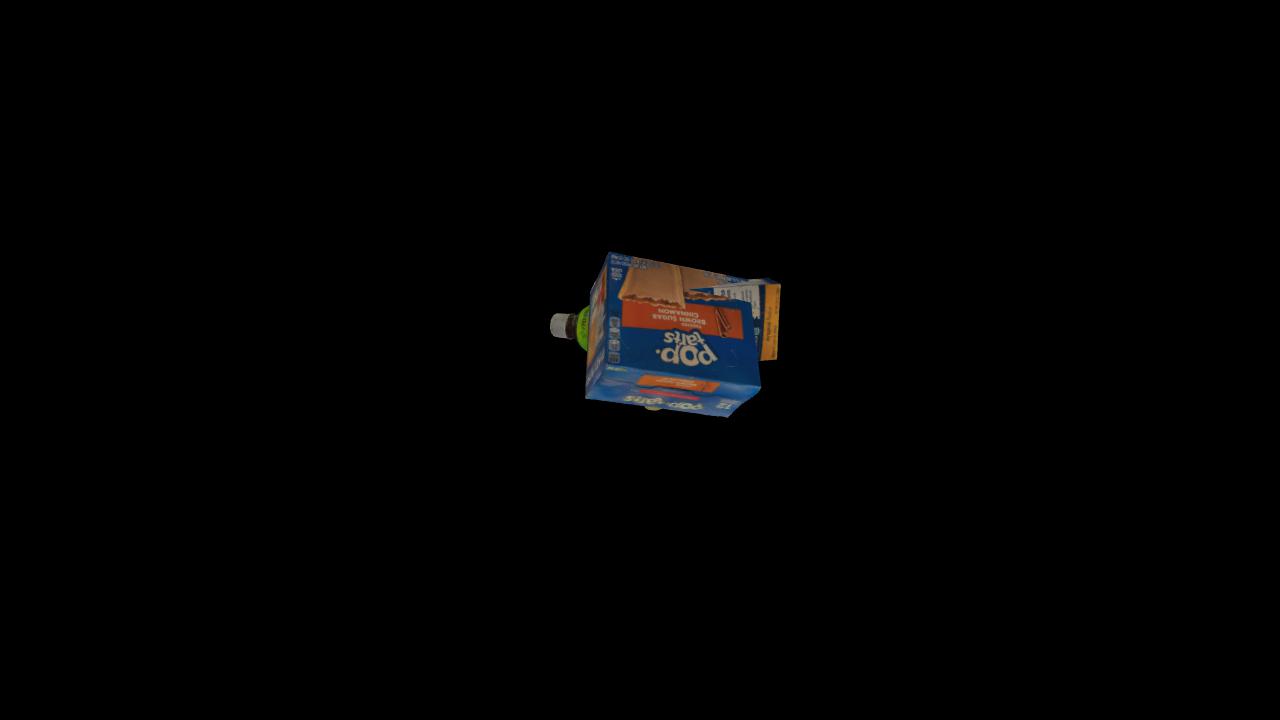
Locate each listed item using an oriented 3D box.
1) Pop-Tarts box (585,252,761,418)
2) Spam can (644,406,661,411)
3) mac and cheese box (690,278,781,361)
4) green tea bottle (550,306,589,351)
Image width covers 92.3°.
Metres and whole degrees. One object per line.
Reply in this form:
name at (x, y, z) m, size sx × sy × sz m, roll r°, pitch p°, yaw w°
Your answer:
Pop-Tarts box at (0.033, -0.025, 0.668) m, size 0.167 × 0.141 × 0.083 m, roll 9°, pitch -31°, yaw -15°
Spam can at (0.036, 0.003, 0.765) m, size 0.101 × 0.058 × 0.085 m, roll -25°, pitch 38°, yaw 0°
mac and cheese box at (0.065, -0.040, 0.688) m, size 0.184 × 0.093 × 0.041 m, roll -6°, pitch 20°, yaw -14°
green tea bottle at (-0.010, -0.033, 0.743) m, size 0.212 × 0.073 × 0.073 m, roll 4°, pitch 2°, yaw 21°
